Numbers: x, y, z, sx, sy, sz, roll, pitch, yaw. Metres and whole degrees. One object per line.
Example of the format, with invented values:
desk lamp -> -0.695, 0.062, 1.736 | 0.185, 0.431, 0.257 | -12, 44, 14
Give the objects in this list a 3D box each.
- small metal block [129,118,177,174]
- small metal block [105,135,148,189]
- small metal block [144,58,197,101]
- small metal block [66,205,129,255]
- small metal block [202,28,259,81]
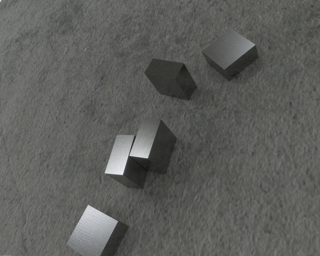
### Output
small metal block -> -0.007, 0.022, 0.376 | 0.025, 0.050, 0.050 | 4, 64, 30
small metal block -> -0.036, 0.042, 0.380 | 0.025, 0.050, 0.050 | 0, 62, 28
small metal block -> 0.015, -0.065, 0.419 | 0.050, 0.050, 0.025 | 17, 71, 34
small metal block -> -0.073, 0.126, 0.363 | 0.050, 0.025, 0.050 | 16, 70, 34
small metal block -> 0.094, -0.099, 0.414 | 0.050, 0.025, 0.050 | -39, 51, 1
